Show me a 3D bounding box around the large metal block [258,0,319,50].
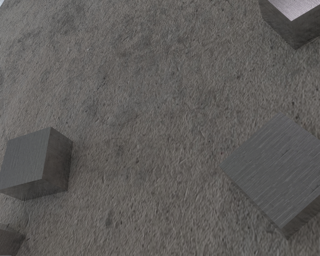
[{"bbox_3d":[0.181,-0.159,0.390,0.080,0.050,0.080,-30,52,9],"label":"large metal block"}]

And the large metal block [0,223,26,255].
[{"bbox_3d":[-0.237,0.161,0.395,0.050,0.080,0.080,10,67,32],"label":"large metal block"}]

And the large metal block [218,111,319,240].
[{"bbox_3d":[0.119,0.045,0.298,0.080,0.050,0.080,-42,51,0],"label":"large metal block"}]

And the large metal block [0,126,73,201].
[{"bbox_3d":[-0.179,0.053,0.449,0.080,0.050,0.080,-16,55,19],"label":"large metal block"}]
